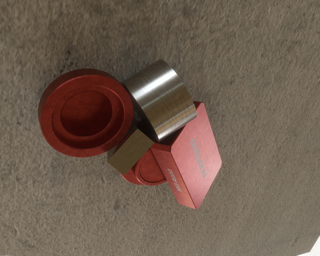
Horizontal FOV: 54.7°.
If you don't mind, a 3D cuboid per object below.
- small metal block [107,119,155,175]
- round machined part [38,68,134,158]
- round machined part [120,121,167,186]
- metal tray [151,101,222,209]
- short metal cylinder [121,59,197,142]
[{"bbox_3d":[-0.035,0.021,0.364,0.025,0.050,0.050,41,95,-15],"label":"small metal block"},{"bbox_3d":[-0.082,-0.019,0.341,0.099,0.042,0.097,-14,125,-21],"label":"round machined part"},{"bbox_3d":[-0.009,0.038,0.418,0.099,0.042,0.097,-14,125,-21],"label":"round machined part"},{"bbox_3d":[0.042,0.038,0.424,0.090,0.030,0.130,-54,137,-32],"label":"metal tray"},{"bbox_3d":[-0.002,-0.031,0.355,0.050,0.080,0.080,-33,129,-7],"label":"short metal cylinder"}]
